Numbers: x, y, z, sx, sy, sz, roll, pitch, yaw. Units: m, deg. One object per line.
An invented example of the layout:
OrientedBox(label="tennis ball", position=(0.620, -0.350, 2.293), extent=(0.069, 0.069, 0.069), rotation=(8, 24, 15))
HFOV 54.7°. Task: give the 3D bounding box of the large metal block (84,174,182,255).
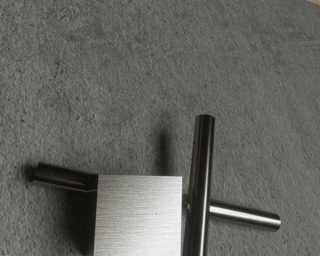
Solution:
OrientedBox(label="large metal block", position=(-0.027, 0.086, 0.301), extent=(0.081, 0.050, 0.080), rotation=(5, 81, -21))

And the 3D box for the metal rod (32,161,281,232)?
OrientedBox(label="metal rod", position=(0.013, 0.085, 0.358), extent=(0.302, 0.025, 0.025), rotation=(16, 55, -19))

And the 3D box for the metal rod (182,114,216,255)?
OrientedBox(label="metal rod", position=(0.037, 0.122, 0.323), extent=(0.025, 0.025, 0.299), rotation=(18, 62, -18))
